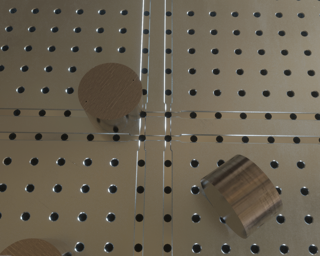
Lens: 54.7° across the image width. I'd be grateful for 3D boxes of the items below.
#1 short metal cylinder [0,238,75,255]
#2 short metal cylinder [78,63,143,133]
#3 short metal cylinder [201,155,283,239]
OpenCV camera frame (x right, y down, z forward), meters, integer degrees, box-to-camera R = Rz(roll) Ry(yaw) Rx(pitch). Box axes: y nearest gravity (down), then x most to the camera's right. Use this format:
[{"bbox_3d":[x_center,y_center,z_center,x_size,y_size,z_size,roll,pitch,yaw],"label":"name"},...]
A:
[{"bbox_3d":[-0.135,0.163,0.337,0.081,0.050,0.080,0,70,0],"label":"short metal cylinder"},{"bbox_3d":[-0.063,-0.039,0.412,0.081,0.050,0.080,0,70,-1],"label":"short metal cylinder"},{"bbox_3d":[0.091,0.078,0.355,0.050,0.080,0.080,-33,74,-11],"label":"short metal cylinder"}]
